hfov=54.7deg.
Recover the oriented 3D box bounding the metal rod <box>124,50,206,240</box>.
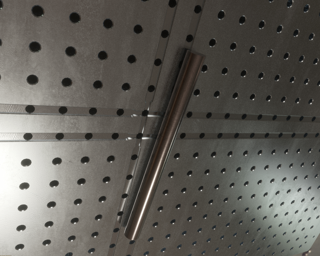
[{"bbox_3d":[0.000,0.038,0.436,0.025,0.025,0.298,5,116,-31],"label":"metal rod"}]
